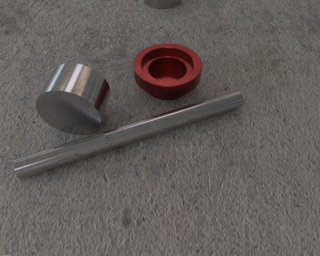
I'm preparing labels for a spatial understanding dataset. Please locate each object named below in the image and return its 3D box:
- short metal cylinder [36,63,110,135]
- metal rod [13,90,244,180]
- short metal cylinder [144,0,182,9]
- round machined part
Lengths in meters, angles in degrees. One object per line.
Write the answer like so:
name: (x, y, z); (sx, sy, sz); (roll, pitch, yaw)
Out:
short metal cylinder: (-0.109, -0.036, 0.397); (0.080, 0.080, 0.050); (6, 50, 5)
metal rod: (-0.028, 0.004, 0.399); (0.302, 0.025, 0.025); (-18, 52, -15)
short metal cylinder: (0.005, -0.284, 0.626); (0.081, 0.050, 0.080); (0, 50, 0)
round machined part: (0.011, -0.079, 0.459); (0.099, 0.042, 0.098); (0, 50, 0)
